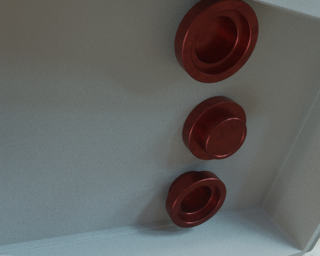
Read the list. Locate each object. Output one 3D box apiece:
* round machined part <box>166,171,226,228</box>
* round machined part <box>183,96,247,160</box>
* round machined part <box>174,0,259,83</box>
[{"bbox_3d":[0.053,0.107,0.493,0.099,0.042,0.097,-14,124,-21],"label":"round machined part"},{"bbox_3d":[0.086,0.007,0.448,0.099,0.042,0.097,-14,124,-21],"label":"round machined part"},{"bbox_3d":[0.061,-0.105,0.361,0.099,0.042,0.097,-15,131,-18],"label":"round machined part"}]
